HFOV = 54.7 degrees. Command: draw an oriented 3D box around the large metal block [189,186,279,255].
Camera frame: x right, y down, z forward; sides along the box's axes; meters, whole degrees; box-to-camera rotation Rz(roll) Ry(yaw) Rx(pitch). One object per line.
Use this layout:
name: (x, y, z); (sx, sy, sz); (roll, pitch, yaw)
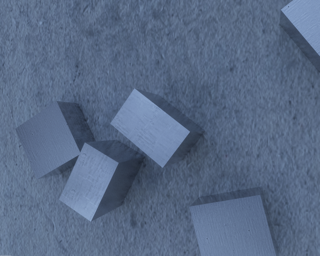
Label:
large metal block: (0.088, 0.120, 0.364); (0.080, 0.050, 0.080); (-15, 85, 19)

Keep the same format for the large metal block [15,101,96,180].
large metal block: (-0.146, 0.017, 0.446); (0.080, 0.050, 0.080); (-30, 81, 17)

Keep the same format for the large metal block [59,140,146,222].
large metal block: (-0.072, 0.064, 0.404); (0.050, 0.080, 0.080); (29, 99, 17)

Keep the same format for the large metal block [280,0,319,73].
large metal block: (0.188, -0.115, 0.330); (0.080, 0.050, 0.080); (-37, 79, 16)

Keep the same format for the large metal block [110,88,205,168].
large metal block: (0.001, -0.001, 0.379); (0.080, 0.080, 0.050); (39, 102, 15)
